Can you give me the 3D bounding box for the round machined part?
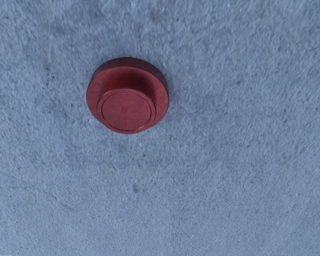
[{"bbox_3d":[-0.038,-0.031,0.369,0.099,0.042,0.097,-1,130,0],"label":"round machined part"}]
